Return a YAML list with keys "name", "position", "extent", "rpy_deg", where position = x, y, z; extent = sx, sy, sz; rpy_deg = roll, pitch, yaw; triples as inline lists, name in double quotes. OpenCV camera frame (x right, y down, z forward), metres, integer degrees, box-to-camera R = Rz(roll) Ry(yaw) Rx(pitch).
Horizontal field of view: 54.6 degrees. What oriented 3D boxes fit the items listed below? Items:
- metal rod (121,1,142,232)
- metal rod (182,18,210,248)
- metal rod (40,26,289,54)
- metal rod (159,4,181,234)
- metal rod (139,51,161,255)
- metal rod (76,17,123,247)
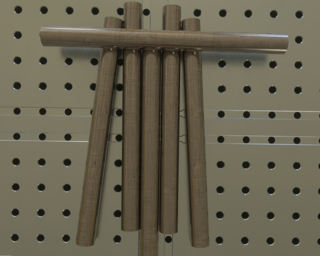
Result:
- name: "metal rod"
  position: [-0.038, -0.015, 0.413]
  extent: [0.025, 0.025, 0.298]
  rpy_deg: [1, 90, 0]
- name: "metal rod"
  position: [0.047, 0.007, 0.414]
  extent: [0.025, 0.025, 0.298]
  rpy_deg: [-2, 90, 0]
- name: "metal rod"
  position: [0.006, -0.110, 0.388]
  extent: [0.302, 0.025, 0.025]
  rpy_deg: [2, 90, 0]
- name: "metal rod"
  position: [0.014, -0.011, 0.415]
  extent: [0.025, 0.025, 0.298]
  rpy_deg: [1, 90, 0]
- name: "metal rod"
  position: [-0.013, 0.041, 0.413]
  extent: [0.025, 0.025, 0.298]
  rpy_deg: [1, 90, 0]
- name: "metal rod"
  position: [-0.080, 0.005, 0.412]
  extent: [0.025, 0.025, 0.298]
  rpy_deg: [7, 90, 0]
